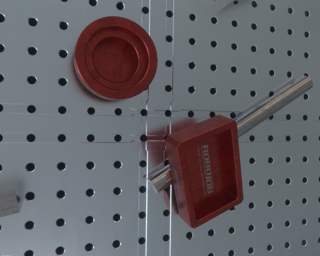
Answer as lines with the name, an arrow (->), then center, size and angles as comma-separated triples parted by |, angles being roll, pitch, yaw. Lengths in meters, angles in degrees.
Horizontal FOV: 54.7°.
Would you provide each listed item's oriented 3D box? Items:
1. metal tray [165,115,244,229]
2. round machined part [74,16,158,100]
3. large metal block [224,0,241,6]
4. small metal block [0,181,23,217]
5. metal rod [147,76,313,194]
metal tray -> 0.062, 0.057, 0.409 | 0.091, 0.030, 0.129 | -21, 115, -22
round machined part -> -0.056, -0.083, 0.383 | 0.099, 0.042, 0.097 | 0, 90, -20
large metal block -> 0.126, -0.235, 0.446 | 0.081, 0.050, 0.080 | -26, 99, -18
small metal block -> -0.179, 0.079, 0.334 | 0.050, 0.050, 0.025 | -11, 94, -20
metal rod -> 0.113, 0.002, 0.454 | 0.302, 0.025, 0.025 | -31, 101, -17
